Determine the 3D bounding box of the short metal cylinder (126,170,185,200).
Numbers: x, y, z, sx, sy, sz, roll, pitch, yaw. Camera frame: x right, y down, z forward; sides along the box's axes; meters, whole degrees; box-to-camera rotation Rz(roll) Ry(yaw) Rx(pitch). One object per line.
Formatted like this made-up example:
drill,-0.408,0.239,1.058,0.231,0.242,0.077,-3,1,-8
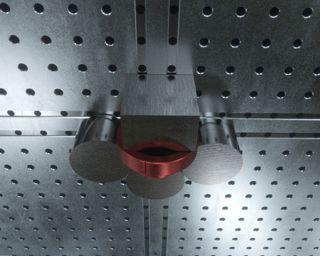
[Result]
short metal cylinder,-0.006,0.058,0.445,0.081,0.050,0.079,0,130,0

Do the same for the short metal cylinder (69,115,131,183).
short metal cylinder,-0.077,0.029,0.420,0.081,0.050,0.079,0,130,0

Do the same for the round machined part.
round machined part,-0.003,0.023,0.381,0.099,0.098,0.042,1,130,-2

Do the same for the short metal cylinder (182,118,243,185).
short metal cylinder,0.068,0.033,0.424,0.081,0.050,0.079,0,130,0

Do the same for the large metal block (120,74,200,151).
large metal block,0.000,-0.020,0.358,0.081,0.080,0.050,1,130,-1
